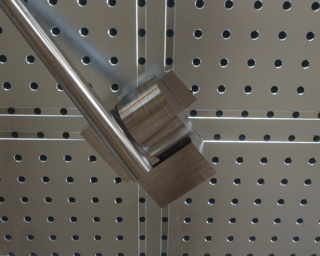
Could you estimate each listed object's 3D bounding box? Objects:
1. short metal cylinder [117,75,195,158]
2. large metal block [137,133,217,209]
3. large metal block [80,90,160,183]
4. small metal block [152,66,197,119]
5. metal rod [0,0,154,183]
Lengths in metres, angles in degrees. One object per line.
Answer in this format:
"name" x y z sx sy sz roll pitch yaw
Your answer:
"short metal cylinder" -0.004 -0.013 0.352 0.050 0.080 0.080 -35 107 12
"large metal block" 0.019 0.043 0.398 0.080 0.080 0.050 -36 107 12
"large metal block" -0.045 0.008 0.387 0.050 0.080 0.080 -36 107 12
"small metal block" 0.011 -0.042 0.399 0.050 0.025 0.050 -40 106 13
"metal rod" -0.109 -0.069 0.331 0.025 0.025 0.300 -40 85 13
